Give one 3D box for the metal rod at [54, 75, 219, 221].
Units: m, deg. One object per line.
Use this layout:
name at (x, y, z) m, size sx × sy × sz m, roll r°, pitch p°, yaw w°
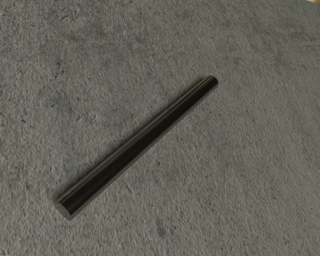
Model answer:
metal rod at (-0.007, 0.005, 0.399) m, size 0.025 × 0.025 × 0.302 m, roll 46°, pitch 51°, yaw 4°
